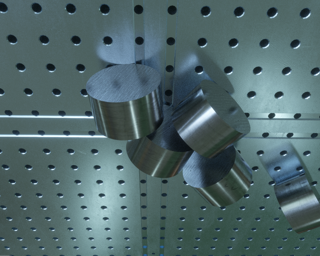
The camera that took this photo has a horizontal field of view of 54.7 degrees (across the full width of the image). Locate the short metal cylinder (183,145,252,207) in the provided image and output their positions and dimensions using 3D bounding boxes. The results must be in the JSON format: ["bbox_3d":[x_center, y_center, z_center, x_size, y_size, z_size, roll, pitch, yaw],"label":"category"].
[{"bbox_3d":[0.079,0.061,0.429,0.080,0.080,0.050,-28,125,21],"label":"short metal cylinder"}]

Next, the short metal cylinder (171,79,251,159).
[{"bbox_3d":[0.060,-0.011,0.367,0.080,0.080,0.050,32,123,-25],"label":"short metal cylinder"}]

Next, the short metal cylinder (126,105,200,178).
[{"bbox_3d":[0.003,0.015,0.388,0.081,0.080,0.050,16,130,-13],"label":"short metal cylinder"}]

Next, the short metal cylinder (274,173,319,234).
[{"bbox_3d":[0.219,0.115,0.477,0.050,0.080,0.080,-30,124,23],"label":"short metal cylinder"}]

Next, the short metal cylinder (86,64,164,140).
[{"bbox_3d":[-0.037,-0.031,0.348,0.080,0.080,0.050,-3,129,2],"label":"short metal cylinder"}]
